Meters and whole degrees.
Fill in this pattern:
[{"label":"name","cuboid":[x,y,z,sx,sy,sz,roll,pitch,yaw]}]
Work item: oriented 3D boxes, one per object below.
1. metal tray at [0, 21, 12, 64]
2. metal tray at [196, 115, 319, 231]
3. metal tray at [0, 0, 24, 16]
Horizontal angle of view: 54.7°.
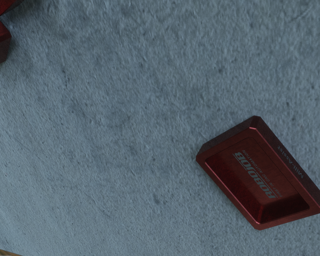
[{"label":"metal tray","cuboid":[-0.266,-0.155,0.427,0.130,0.030,0.090,52,148,-9]},{"label":"metal tray","cuboid":[0.118,0.059,0.376,0.130,0.030,0.090,49,128,-7]},{"label":"metal tray","cuboid":[-0.205,-0.205,0.354,0.090,0.030,0.130,-5,128,46]}]
